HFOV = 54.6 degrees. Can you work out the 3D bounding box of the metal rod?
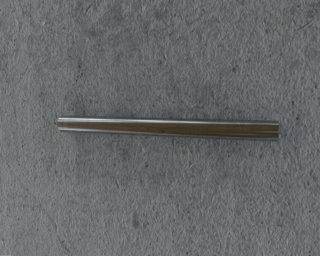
[{"bbox_3d":[-0.003,-0.001,0.412,0.301,0.025,0.025,2,91,20],"label":"metal rod"}]
